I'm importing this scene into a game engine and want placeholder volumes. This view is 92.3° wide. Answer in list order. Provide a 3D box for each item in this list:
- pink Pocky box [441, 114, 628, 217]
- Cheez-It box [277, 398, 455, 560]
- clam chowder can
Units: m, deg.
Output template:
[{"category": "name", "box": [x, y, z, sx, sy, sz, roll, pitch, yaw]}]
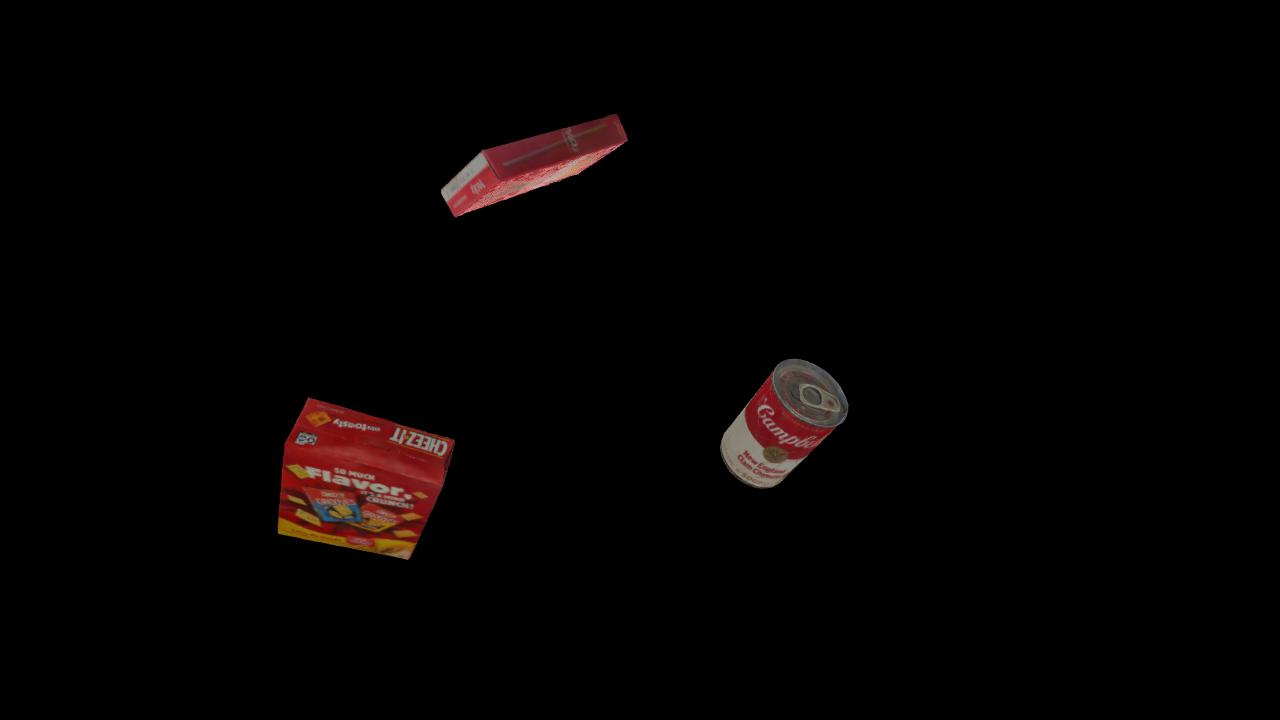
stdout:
[{"category": "pink Pocky box", "box": [-0.089, -0.172, 0.540, 0.084, 0.029, 0.155, -14, 16, 48]}, {"category": "Cheez-It box", "box": [-0.331, 0.152, 0.735, 0.166, 0.071, 0.223, 19, -44, -16]}, {"category": "clam chowder can", "box": [0.119, 0.056, 0.523, 0.068, 0.068, 0.102, 0, -39, -25]}]
